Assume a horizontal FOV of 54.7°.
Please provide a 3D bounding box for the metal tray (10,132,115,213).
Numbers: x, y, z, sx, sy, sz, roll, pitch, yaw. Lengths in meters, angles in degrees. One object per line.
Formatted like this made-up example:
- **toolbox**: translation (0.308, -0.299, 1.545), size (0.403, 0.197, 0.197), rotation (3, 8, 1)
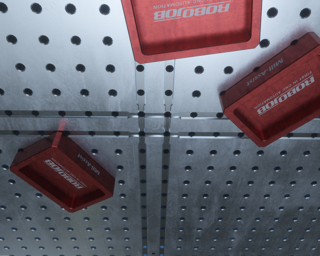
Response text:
- **metal tray**: translation (-0.142, 0.072, 0.467), size (0.090, 0.030, 0.130), rotation (-26, 126, 20)

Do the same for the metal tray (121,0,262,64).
- **metal tray**: translation (0.032, -0.118, 0.308), size (0.131, 0.030, 0.089), rotation (-7, 130, 5)

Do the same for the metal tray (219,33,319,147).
- **metal tray**: translation (0.151, -0.039, 0.377), size (0.130, 0.030, 0.090), rotation (-36, 122, 26)
